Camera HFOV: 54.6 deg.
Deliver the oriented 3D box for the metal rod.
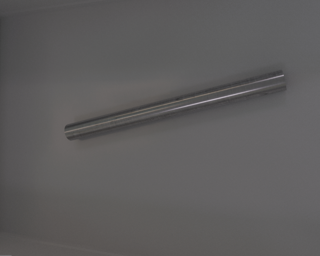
[{"bbox_3d":[0.006,-0.025,0.408,0.300,0.025,0.025,-13,86,19],"label":"metal rod"}]
